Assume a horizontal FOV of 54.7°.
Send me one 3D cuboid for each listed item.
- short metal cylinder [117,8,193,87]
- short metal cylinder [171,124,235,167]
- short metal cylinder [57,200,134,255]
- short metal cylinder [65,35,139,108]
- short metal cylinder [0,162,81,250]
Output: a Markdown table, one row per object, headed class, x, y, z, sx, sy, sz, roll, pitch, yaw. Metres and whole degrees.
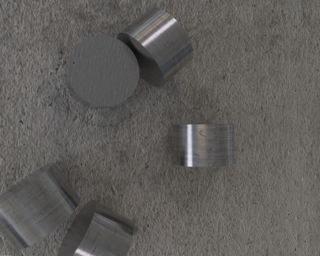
| class | x | y | z | sx | sy | sz | roll | pitch | yaw |
| --- | --- | --- | --- | --- | --- | --- | --- | --- | --- |
| short metal cylinder | -0.006 | -0.096 | 0.377 | 0.050 | 0.080 | 0.080 | -44 | 104 | -15 |
| short metal cylinder | 0.055 | 0.020 | 0.400 | 0.081 | 0.080 | 0.050 | -1 | 91 | -20 |
| short metal cylinder | -0.074 | 0.130 | 0.353 | 0.050 | 0.080 | 0.080 | 34 | 79 | -17 |
| short metal cylinder | -0.070 | -0.064 | 0.370 | 0.081 | 0.050 | 0.080 | 0 | 90 | -20 |
| short metal cylinder | -0.134 | 0.081 | 0.331 | 0.080 | 0.080 | 0.050 | -36 | 102 | -16 |
